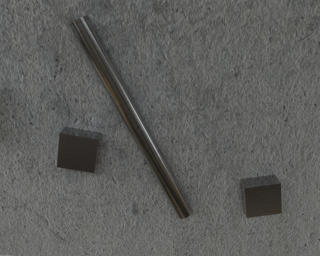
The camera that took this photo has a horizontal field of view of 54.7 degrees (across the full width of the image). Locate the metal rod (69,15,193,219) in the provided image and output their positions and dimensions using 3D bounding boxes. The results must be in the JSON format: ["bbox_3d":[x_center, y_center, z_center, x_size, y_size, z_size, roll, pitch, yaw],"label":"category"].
[{"bbox_3d":[-0.029,-0.001,0.409,0.025,0.025,0.299,-25,109,9],"label":"metal rod"}]

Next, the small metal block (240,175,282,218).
[{"bbox_3d":[0.146,0.099,0.448,0.050,0.025,0.050,-8,110,3],"label":"small metal block"}]

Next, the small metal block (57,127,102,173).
[{"bbox_3d":[-0.109,0.029,0.420,0.050,0.025,0.050,10,110,-4],"label":"small metal block"}]
